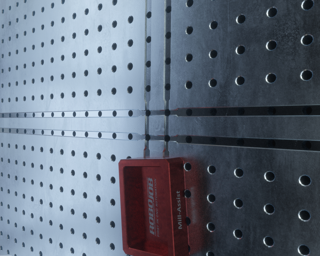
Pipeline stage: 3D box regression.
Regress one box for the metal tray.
[{"bbox_3d":[-0.011,0.105,0.412,0.090,0.030,0.129,-6,87,39],"label":"metal tray"}]
